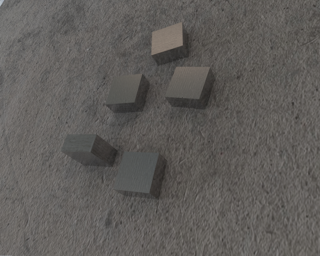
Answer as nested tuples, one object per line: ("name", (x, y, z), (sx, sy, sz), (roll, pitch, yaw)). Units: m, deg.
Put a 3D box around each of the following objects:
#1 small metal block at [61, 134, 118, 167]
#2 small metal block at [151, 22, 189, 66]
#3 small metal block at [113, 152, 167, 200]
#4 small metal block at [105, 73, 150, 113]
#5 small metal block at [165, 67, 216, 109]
("small metal block", (-0.095, 0.031, 0.419), (0.050, 0.050, 0.025), (-1, 62, 28))
("small metal block", (0.016, -0.129, 0.475), (0.050, 0.025, 0.050), (-12, 56, 21))
("small metal block", (-0.024, 0.058, 0.381), (0.050, 0.025, 0.050), (0, 62, 28))
("small metal block", (-0.048, -0.051, 0.460), (0.050, 0.025, 0.050), (-2, 61, 27))
("small metal block", (0.041, -0.054, 0.416), (0.050, 0.025, 0.050), (7, 65, 31))
